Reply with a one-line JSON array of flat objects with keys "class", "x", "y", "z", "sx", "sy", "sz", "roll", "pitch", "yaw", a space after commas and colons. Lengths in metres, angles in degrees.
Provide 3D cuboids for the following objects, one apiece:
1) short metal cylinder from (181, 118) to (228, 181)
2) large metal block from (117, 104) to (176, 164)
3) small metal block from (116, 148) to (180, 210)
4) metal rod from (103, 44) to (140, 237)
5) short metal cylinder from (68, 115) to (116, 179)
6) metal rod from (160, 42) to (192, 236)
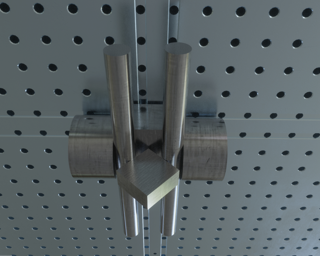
[{"class": "short metal cylinder", "x": 0.052, "y": 0.027, "z": 0.394, "sx": 0.050, "sy": 0.080, "sz": 0.079, "roll": 1, "pitch": 130, "yaw": 0}, {"class": "large metal block", "x": -0.014, "y": 0.016, "z": 0.404, "sx": 0.081, "sy": 0.050, "sz": 0.079, "roll": 1, "pitch": 130, "yaw": -1}, {"class": "small metal block", "x": -0.014, "y": 0.057, "z": 0.357, "sx": 0.050, "sy": 0.050, "sz": 0.025, "roll": 33, "pitch": 140, "yaw": 31}, {"class": "metal rod", "x": -0.041, "y": 0.042, "z": 0.377, "sx": 0.025, "sy": 0.025, "sz": 0.298, "roll": 0, "pitch": 130, "yaw": -1}, {"class": "short metal cylinder", "x": -0.080, "y": 0.023, "z": 0.390, "sx": 0.050, "sy": 0.080, "sz": 0.079, "roll": 1, "pitch": 130, "yaw": -1}, {"class": "metal rod", "x": 0.014, "y": 0.041, "z": 0.377, "sx": 0.025, "sy": 0.025, "sz": 0.298, "roll": 0, "pitch": 130, "yaw": -1}]
